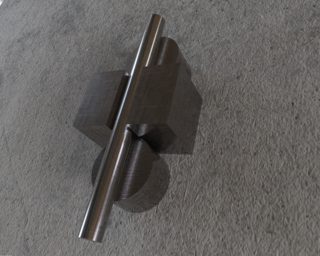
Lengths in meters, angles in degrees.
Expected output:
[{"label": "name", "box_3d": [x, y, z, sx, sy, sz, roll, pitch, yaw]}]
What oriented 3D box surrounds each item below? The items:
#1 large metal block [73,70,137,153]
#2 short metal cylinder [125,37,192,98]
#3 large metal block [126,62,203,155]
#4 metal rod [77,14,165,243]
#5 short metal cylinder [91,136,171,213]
[{"label": "large metal block", "box_3d": [-0.058, -0.019, 0.412, 0.050, 0.080, 0.080, -1, 61, 28]}, {"label": "short metal cylinder", "box_3d": [-0.001, -0.082, 0.440, 0.080, 0.050, 0.080, -13, 56, 20]}, {"label": "large metal block", "box_3d": [0.010, -0.021, 0.377, 0.050, 0.080, 0.080, -1, 61, 28]}, {"label": "metal rod", "box_3d": [-0.037, -0.020, 0.372, 0.025, 0.025, 0.300, 0, 61, 28]}, {"label": "short metal cylinder", "box_3d": [-0.034, 0.056, 0.373, 0.080, 0.050, 0.080, -13, 56, 20]}]
